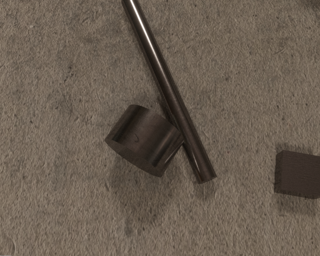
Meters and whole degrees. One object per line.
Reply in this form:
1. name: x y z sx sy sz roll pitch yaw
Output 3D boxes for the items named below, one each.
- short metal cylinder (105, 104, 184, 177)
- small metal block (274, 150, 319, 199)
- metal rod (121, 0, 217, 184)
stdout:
1. short metal cylinder: -0.019 0.016 0.373 0.080 0.080 0.050 30 73 10
2. small metal block: 0.174 0.059 0.389 0.050 0.025 0.050 10 70 3
3. metal rod: 0.006 -0.066 0.432 0.025 0.025 0.299 -20 71 -7
